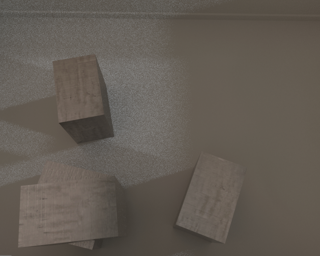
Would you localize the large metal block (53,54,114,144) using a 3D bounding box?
[{"bbox_3d":[-0.094,-0.034,0.392,0.050,0.080,0.080,-11,71,-4],"label":"large metal block"}]

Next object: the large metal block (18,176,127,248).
[{"bbox_3d":[-0.077,0.082,0.297,0.081,0.080,0.050,-6,70,-2],"label":"large metal block"}]

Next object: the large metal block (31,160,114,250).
[{"bbox_3d":[-0.100,0.090,0.363,0.080,0.050,0.080,13,70,4],"label":"large metal block"}]

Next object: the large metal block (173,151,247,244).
[{"bbox_3d":[0.053,0.081,0.351,0.050,0.080,0.080,20,71,7],"label":"large metal block"}]
